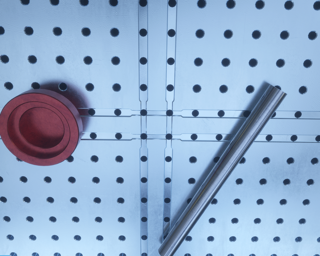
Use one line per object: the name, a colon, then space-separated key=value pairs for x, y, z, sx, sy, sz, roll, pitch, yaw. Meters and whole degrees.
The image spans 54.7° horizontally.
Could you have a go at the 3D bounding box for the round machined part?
round machined part: x=-0.149 y=-0.003 z=0.402 sx=0.099 sy=0.042 sz=0.097 roll=0 pitch=110 yaw=0

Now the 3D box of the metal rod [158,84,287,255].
metal rod: x=0.080 y=0.073 z=0.440 sx=0.025 sy=0.025 sz=0.298 roll=27 pitch=108 yaw=-10
